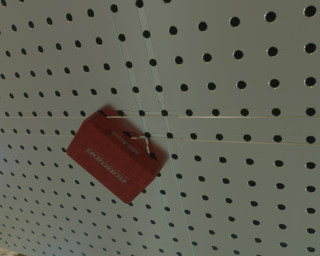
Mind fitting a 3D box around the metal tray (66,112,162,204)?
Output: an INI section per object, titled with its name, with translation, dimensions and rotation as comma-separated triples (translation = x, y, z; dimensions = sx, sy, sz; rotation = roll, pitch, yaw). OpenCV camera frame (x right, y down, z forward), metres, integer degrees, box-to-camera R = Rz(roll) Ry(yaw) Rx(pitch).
[metal tray]
translation = -0.073, 0.048, 0.474
dimensions = 0.130, 0.030, 0.089
rotation = 40, 129, 0
